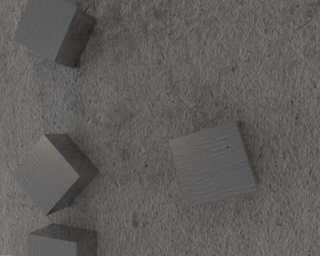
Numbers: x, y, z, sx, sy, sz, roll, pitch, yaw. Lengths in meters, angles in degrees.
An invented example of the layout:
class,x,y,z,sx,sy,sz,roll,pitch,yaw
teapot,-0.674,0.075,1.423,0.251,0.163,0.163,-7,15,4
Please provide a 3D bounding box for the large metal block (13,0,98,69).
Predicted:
class,x,y,z,sx,sy,sz,roll,pitch,yaw
large metal block,-0.151,-0.143,0.449,0.080,0.050,0.080,30,100,17

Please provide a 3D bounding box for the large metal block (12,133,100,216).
class,x,y,z,sx,sy,sz,roll,pitch,yaw
large metal block,-0.150,0.065,0.449,0.080,0.050,0.080,45,104,14

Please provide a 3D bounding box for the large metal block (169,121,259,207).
class,x,y,z,sx,sy,sz,roll,pitch,yaw
large metal block,0.066,0.041,0.372,0.080,0.050,0.080,-18,84,19

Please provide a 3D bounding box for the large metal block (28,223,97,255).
class,x,y,z,sx,sy,sz,roll,pitch,yaw
large metal block,-0.140,0.189,0.445,0.080,0.050,0.080,2,91,20
